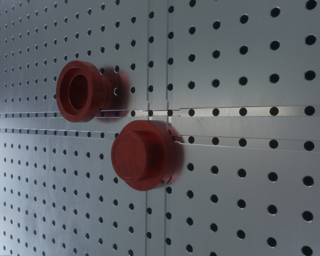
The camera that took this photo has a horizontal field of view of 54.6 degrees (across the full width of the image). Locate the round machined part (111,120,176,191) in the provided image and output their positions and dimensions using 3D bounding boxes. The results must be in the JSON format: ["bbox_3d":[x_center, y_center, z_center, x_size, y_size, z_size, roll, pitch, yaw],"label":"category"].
[{"bbox_3d":[-0.029,0.037,0.424,0.098,0.042,0.097,0,90,40],"label":"round machined part"}]

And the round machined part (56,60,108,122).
[{"bbox_3d":[-0.122,-0.057,0.501,0.098,0.042,0.097,0,90,40],"label":"round machined part"}]
